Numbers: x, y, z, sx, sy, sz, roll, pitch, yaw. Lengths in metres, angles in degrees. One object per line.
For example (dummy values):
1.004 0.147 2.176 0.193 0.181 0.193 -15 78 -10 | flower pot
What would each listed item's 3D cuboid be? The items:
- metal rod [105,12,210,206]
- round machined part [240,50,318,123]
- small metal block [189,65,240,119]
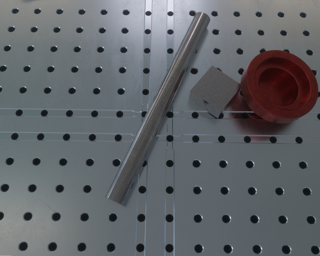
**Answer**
0.005 -0.039 0.425 0.025 0.025 0.300 22 71 8 | metal rod
0.155 -0.052 0.418 0.099 0.042 0.098 3 71 -8 | round machined part
0.077 -0.050 0.430 0.050 0.025 0.050 37 74 12 | small metal block
